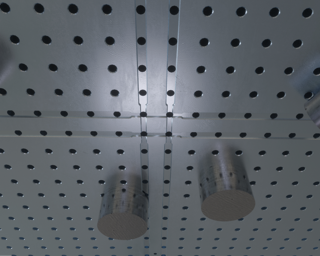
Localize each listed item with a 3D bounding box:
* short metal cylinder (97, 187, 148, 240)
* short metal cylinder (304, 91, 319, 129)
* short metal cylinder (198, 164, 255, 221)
[{"bbox_3d":[-0.060,0.143,0.516,0.081,0.050,0.079,0,130,0],"label":"short metal cylinder"},{"bbox_3d":[0.219,-0.017,0.363,0.080,0.080,0.050,26,125,-21],"label":"short metal cylinder"},{"bbox_3d":[0.102,0.101,0.482,0.081,0.050,0.079,0,130,0],"label":"short metal cylinder"}]
